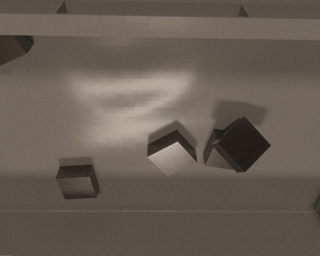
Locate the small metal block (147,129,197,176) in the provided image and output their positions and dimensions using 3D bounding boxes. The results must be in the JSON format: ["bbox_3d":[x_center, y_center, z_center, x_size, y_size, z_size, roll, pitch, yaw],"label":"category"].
[{"bbox_3d":[0.017,0.036,0.440,0.050,0.025,0.050,-29,125,22],"label":"small metal block"}]

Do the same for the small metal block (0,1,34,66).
[{"bbox_3d":[-0.173,-0.096,0.325,0.050,0.025,0.050,-19,128,15],"label":"small metal block"}]

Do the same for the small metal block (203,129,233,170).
[{"bbox_3d":[0.094,0.031,0.437,0.050,0.025,0.050,9,130,-9],"label":"small metal block"}]

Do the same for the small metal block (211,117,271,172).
[{"bbox_3d":[0.104,0.022,0.400,0.050,0.025,0.050,-42,90,-13],"label":"small metal block"}]

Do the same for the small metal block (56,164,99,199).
[{"bbox_3d":[-0.126,0.084,0.479,0.050,0.025,0.050,-4,130,3],"label":"small metal block"}]
